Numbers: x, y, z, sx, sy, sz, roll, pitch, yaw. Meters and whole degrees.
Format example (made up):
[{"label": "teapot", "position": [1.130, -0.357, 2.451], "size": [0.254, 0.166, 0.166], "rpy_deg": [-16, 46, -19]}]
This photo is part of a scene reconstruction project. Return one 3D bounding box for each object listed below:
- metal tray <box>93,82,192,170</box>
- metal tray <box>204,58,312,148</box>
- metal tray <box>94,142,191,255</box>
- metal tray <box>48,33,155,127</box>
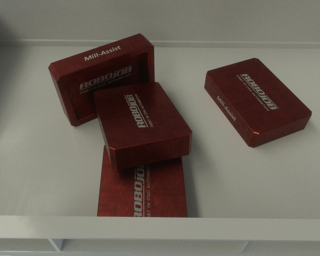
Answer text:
[{"label": "metal tray", "position": [-0.026, -0.010, 0.378], "size": [0.091, 0.030, 0.130], "rpy_deg": [-11, 37, -14]}, {"label": "metal tray", "position": [0.133, -0.041, 0.437], "size": [0.091, 0.030, 0.130], "rpy_deg": [-18, 52, -15]}, {"label": "metal tray", "position": [-0.019, 0.074, 0.339], "size": [0.091, 0.030, 0.130], "rpy_deg": [-2, 50, -2]}, {"label": "metal tray", "position": [-0.071, -0.064, 0.415], "size": [0.131, 0.090, 0.030], "rpy_deg": [-25, 55, -20]}]
